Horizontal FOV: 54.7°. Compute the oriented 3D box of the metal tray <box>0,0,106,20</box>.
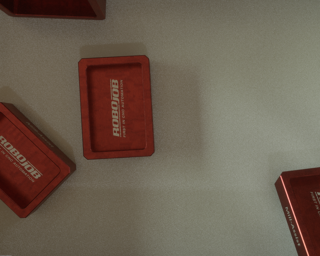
[{"bbox_3d":[-0.138,-0.163,0.377,0.131,0.090,0.030,2,90,0],"label":"metal tray"}]

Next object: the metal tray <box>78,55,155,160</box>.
[{"bbox_3d":[-0.056,-0.026,0.408,0.091,0.030,0.129,-3,90,0],"label":"metal tray"}]

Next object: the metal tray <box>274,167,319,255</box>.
[{"bbox_3d":[0.206,0.113,0.376,0.091,0.030,0.130,-7,57,-1],"label":"metal tray"}]

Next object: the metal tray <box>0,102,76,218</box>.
[{"bbox_3d":[-0.189,0.041,0.407,0.130,0.030,0.090,44,90,0],"label":"metal tray"}]
